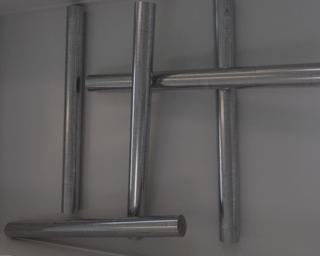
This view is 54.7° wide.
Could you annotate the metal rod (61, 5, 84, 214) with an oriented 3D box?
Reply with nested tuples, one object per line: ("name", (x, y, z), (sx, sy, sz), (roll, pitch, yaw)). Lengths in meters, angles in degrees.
("metal rod", (-0.128, -0.026, 0.455), (0.025, 0.025, 0.298), (2, 91, 20))

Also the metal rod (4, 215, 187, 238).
("metal rod", (-0.106, 0.138, 0.426), (0.300, 0.025, 0.025), (-11, 87, 27))

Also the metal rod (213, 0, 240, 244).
("metal rod", (0.081, -0.012, 0.381), (0.025, 0.025, 0.298), (-2, 89, 20))

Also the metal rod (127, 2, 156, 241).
("metal rod", (-0.025, 0.002, 0.390), (0.025, 0.025, 0.298), (8, 104, 20))

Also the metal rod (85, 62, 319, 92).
("metal rod", (0.034, -0.059, 0.376), (0.300, 0.025, 0.025), (2, 91, 28))
